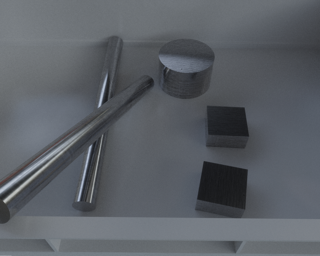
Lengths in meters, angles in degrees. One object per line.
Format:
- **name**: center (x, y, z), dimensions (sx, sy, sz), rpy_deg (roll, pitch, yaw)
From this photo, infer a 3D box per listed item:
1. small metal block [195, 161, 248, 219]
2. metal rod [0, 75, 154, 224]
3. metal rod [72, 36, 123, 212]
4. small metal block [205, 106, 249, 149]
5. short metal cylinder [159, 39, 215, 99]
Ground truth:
- **small metal block**: center (0.069, 0.069, 0.348), dimensions (0.050, 0.025, 0.050), rpy_deg (10, 51, 8)
- **metal rod**: center (-0.064, -0.007, 0.333), dimensions (0.025, 0.025, 0.301), rpy_deg (15, 27, 12)
- **metal rod**: center (-0.078, -0.030, 0.429), dimensions (0.025, 0.025, 0.300), rpy_deg (1, 50, 1)
- **small metal block**: center (0.086, -0.002, 0.408), dimensions (0.050, 0.025, 0.050), rpy_deg (3, 50, 2)
- **short metal cylinder**: center (0.038, -0.089, 0.465), dimensions (0.081, 0.050, 0.080), rpy_deg (0, 50, 0)
